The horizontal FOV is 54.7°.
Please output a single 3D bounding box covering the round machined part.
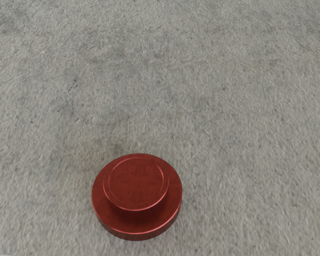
[{"bbox_3d":[-0.025,0.067,0.336,0.099,0.042,0.098,0,50,0],"label":"round machined part"}]
